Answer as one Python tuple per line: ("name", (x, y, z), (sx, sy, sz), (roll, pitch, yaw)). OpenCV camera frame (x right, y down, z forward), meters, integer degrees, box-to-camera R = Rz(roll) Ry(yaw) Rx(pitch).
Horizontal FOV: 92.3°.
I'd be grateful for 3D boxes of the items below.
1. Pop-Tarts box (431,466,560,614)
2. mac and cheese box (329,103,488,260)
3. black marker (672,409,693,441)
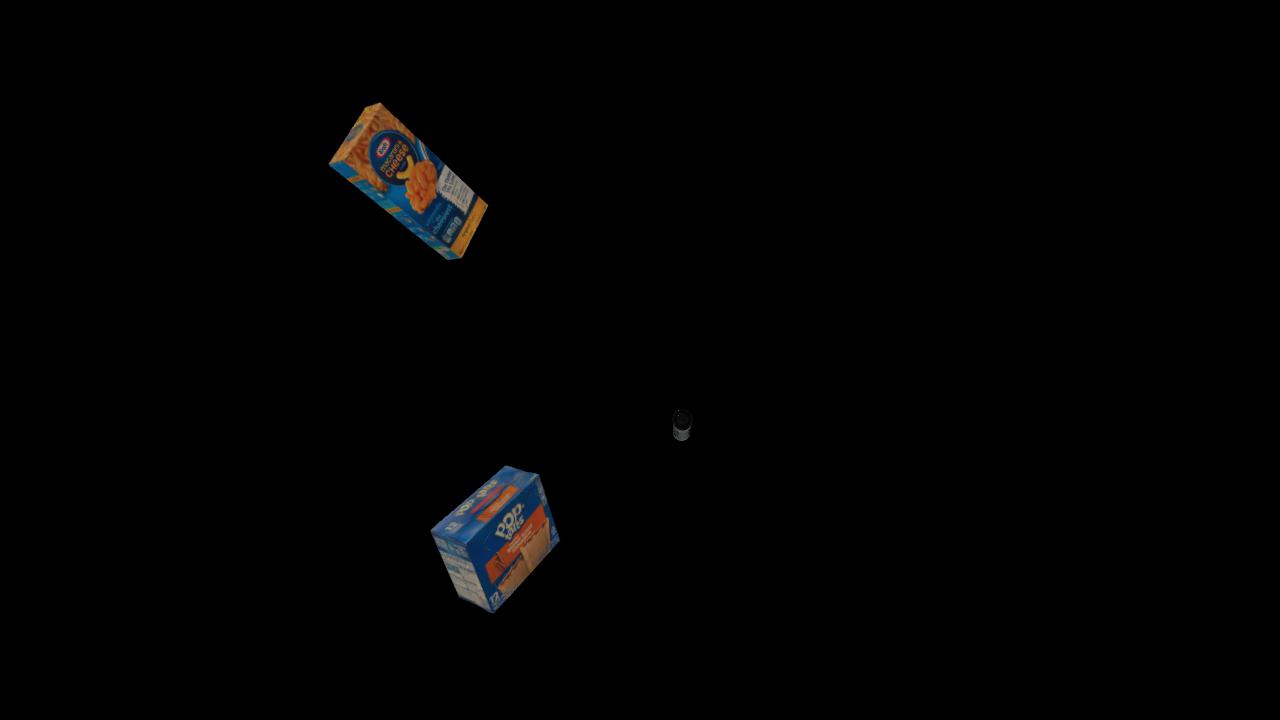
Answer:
("Pop-Tarts box", (-0.220, 0.276, 0.965), (0.083, 0.141, 0.167), (5, 29, 32))
("mac and cheese box", (-0.282, -0.218, 0.775), (0.041, 0.093, 0.184), (4, -26, 38))
("black marker", (0.042, 0.066, 0.609), (0.020, 0.020, 0.121), (0, -13, 3))
